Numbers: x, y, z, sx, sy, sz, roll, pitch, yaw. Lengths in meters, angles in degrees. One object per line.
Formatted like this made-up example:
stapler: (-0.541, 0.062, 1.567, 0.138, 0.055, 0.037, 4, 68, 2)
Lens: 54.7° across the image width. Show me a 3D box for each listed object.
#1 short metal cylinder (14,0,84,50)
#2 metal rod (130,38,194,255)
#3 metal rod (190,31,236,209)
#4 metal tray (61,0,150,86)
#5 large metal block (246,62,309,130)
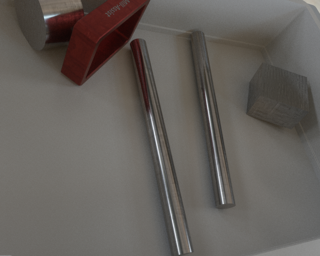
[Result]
short metal cylinder: (-0.137, -0.141, 0.383, 0.050, 0.080, 0.080, -25, 76, -37)
metal rod: (-0.004, 0.006, 0.401, 0.025, 0.025, 0.299, 2, 61, -28)
metal rod: (0.074, -0.031, 0.466, 0.025, 0.025, 0.299, 10, 57, -23)
metal tray: (-0.069, -0.123, 0.402, 0.030, 0.090, 0.130, 38, 51, -4)
large metal block: (0.197, -0.054, 0.521, 0.080, 0.050, 0.080, 18, 53, -2)
